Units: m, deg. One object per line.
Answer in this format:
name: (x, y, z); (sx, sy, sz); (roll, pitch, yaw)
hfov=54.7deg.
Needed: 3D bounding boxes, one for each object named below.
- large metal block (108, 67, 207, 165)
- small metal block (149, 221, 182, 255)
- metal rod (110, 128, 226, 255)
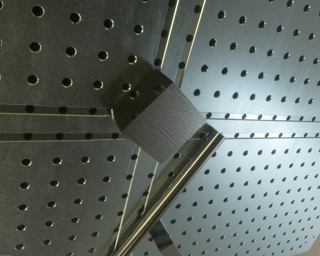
large metal block: (-0.002, -0.014, 0.387); (0.080, 0.050, 0.080); (-44, 130, 2)
small metal block: (0.009, 0.194, 0.522); (0.025, 0.050, 0.050); (-32, 129, -8)
metal rod: (0.000, 0.124, 0.489); (0.025, 0.025, 0.299); (31, 101, -38)
